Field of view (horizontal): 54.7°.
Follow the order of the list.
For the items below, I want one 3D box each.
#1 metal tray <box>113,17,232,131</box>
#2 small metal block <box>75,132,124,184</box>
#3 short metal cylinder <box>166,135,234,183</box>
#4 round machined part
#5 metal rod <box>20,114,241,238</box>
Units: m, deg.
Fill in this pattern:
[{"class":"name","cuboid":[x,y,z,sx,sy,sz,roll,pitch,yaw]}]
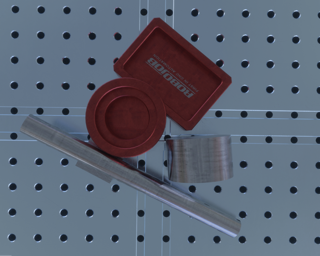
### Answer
[{"class":"metal tray","cuboid":[0.016,-0.069,0.410,0.130,0.030,0.090,40,89,0]},{"class":"small metal block","cuboid":[-0.075,0.038,0.413,0.050,0.025,0.050,28,90,-1]},{"class":"short metal cylinder","cuboid":[0.049,0.036,0.385,0.081,0.080,0.050,-4,90,-1]},{"class":"round machined part","cuboid":[-0.041,-0.013,0.396,0.099,0.042,0.097,0,90,1]},{"class":"metal rod","cuboid":[-0.029,0.065,0.393,0.301,0.025,0.025,28,90,-9]}]
